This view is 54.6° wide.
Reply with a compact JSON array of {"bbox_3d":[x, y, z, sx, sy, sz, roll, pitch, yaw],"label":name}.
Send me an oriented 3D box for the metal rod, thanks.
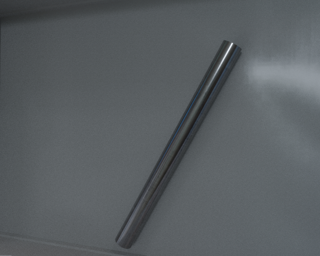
[{"bbox_3d":[0.019,0.028,0.404,0.025,0.025,0.299,31,100,17],"label":"metal rod"}]
